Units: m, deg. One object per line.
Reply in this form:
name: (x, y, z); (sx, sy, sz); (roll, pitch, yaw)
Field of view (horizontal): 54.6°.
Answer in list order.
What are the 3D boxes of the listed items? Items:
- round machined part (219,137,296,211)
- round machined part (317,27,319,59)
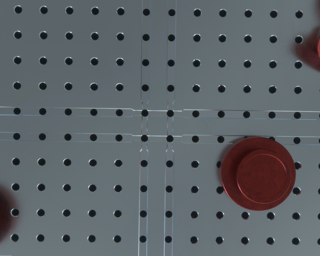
round machined part: (0.130, 0.060, 0.406); (0.099, 0.042, 0.097); (0, 90, 0)
round machined part: (0.251, -0.118, 0.388); (0.098, 0.097, 0.042); (22, 54, 0)
